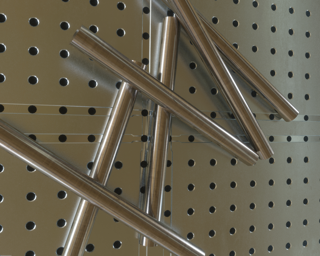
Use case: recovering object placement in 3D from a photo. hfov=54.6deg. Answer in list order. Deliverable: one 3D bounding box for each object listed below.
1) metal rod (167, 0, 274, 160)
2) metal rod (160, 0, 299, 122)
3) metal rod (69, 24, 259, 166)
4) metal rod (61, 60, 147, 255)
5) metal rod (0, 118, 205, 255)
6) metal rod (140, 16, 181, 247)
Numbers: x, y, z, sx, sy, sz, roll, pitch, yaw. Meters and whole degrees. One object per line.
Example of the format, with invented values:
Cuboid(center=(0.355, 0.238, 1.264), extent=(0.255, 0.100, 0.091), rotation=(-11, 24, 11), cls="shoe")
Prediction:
Cuboid(center=(0.081, -0.078, 0.427), extent=(0.025, 0.025, 0.299), rotation=(-39, 108, -16), cls="metal rod")
Cuboid(center=(0.095, -0.111, 0.447), extent=(0.301, 0.025, 0.025), rotation=(39, 78, -16), cls="metal rod")
Cuboid(center=(0.024, -0.027, 0.395), extent=(0.301, 0.025, 0.025), rotation=(33, 79, -27), cls="metal rod")
Cuboid(center=(-0.075, 0.059, 0.384), extent=(0.025, 0.025, 0.299), rotation=(20, 83, -19), cls="metal rod")
Cuboid(center=(-0.065, 0.082, 0.360), extent=(0.301, 0.025, 0.025), rotation=(37, 78, -16), cls="metal rod")
Cuboid(center=(0.001, 0.003, 0.412), extent=(0.025, 0.025, 0.299), rotation=(7, 88, -20), cls="metal rod")
